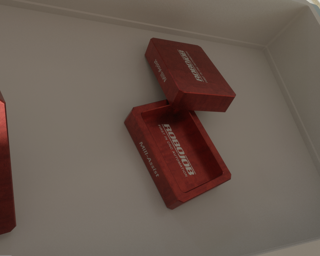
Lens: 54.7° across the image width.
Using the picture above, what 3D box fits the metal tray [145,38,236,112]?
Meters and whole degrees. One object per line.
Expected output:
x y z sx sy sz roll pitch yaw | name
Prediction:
0.040 -0.078 0.448 0.091 0.030 0.130 1 44 -28 | metal tray

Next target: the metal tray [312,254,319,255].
0.160 0.206 0.320 0.091 0.030 0.129 7 86 -36 | metal tray

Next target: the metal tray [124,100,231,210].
0.023 0.026 0.398 0.091 0.030 0.130 -17 71 -35 | metal tray

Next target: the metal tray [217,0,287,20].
0.188 -0.253 0.628 0.090 0.030 0.131 25 41 35 | metal tray

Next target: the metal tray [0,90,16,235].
-0.164 0.034 0.233 0.091 0.129 0.030 -9 32 -32 | metal tray
